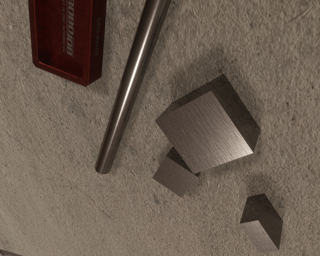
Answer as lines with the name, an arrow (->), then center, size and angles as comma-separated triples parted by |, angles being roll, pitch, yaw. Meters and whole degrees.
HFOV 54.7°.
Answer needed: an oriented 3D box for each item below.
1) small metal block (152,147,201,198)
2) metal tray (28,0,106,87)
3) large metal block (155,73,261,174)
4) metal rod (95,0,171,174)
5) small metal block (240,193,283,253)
small metal block -> 0.024, 0.062, 0.431 | 0.050, 0.025, 0.050 | 33, 129, 5
metal tray -> -0.116, -0.126, 0.384 | 0.090, 0.030, 0.129 | 22, 127, 14
large metal block -> 0.056, -0.003, 0.358 | 0.080, 0.050, 0.080 | -28, 104, 37
metal rod -> -0.043, -0.043, 0.400 | 0.025, 0.025, 0.298 | 31, 128, 8
small metal block -> 0.131, 0.121, 0.396 | 0.025, 0.050, 0.050 | -27, 104, 37
